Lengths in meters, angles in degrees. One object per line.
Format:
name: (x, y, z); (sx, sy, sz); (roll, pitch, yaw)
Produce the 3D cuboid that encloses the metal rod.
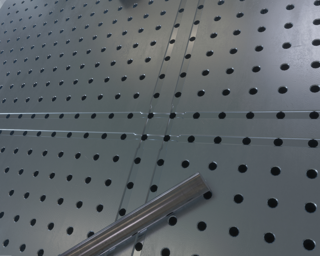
metal rod: (-0.077, 0.139, 0.363); (0.300, 0.025, 0.025); (-32, 52, 7)
